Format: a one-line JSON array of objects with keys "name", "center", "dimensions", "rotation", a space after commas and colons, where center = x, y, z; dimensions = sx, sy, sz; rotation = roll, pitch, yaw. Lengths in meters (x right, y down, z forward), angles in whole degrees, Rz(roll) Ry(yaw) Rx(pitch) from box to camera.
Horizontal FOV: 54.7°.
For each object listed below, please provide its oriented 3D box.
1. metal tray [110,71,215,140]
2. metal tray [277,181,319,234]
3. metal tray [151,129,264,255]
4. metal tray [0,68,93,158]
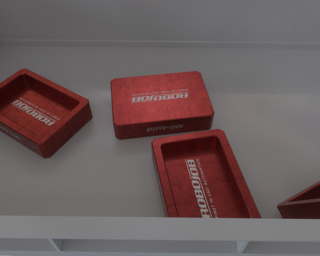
[{"name": "metal tray", "center": [0.000, -0.034, 0.430], "dimensions": [0.131, 0.030, 0.090], "rotation": [-6, 50, -6]}, {"name": "metal tray", "center": [0.196, 0.061, 0.309], "dimensions": [0.131, 0.090, 0.030], "rotation": [-22, 79, -18]}, {"name": "metal tray", "center": [0.046, 0.065, 0.347], "dimensions": [0.091, 0.030, 0.130], "rotation": [-9, 51, -7]}, {"name": "metal tray", "center": [-0.171, -0.025, 0.421], "dimensions": [0.130, 0.030, 0.090], "rotation": [26, 55, 20]}]
